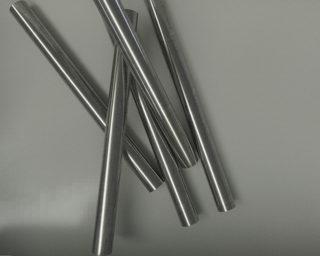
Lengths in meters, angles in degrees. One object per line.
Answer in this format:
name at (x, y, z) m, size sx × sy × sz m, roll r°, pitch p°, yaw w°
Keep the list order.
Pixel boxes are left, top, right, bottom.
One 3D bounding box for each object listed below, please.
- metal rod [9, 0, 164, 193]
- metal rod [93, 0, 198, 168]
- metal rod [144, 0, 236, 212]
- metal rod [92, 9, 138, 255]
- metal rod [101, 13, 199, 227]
metal rod at (-0.096, -0.041, 0.410) m, size 0.025 × 0.025 × 0.299 m, roll -38°, pitch 90°, yaw 0°
metal rod at (-0.024, -0.073, 0.349) m, size 0.025 × 0.025 × 0.299 m, roll -28°, pitch 116°, yaw 0°
metal rod at (0.039, -0.034, 0.411) m, size 0.025 × 0.025 × 0.298 m, roll -19°, pitch 90°, yaw 0°
metal rod at (-0.056, 0.005, 0.384) m, size 0.025 × 0.025 × 0.298 m, roll 6°, pitch 90°, yaw -1°
metal rod at (-0.013, -0.014, 0.411) m, size 0.025 × 0.025 × 0.299 m, roll -21°, pitch 90°, yaw 0°
